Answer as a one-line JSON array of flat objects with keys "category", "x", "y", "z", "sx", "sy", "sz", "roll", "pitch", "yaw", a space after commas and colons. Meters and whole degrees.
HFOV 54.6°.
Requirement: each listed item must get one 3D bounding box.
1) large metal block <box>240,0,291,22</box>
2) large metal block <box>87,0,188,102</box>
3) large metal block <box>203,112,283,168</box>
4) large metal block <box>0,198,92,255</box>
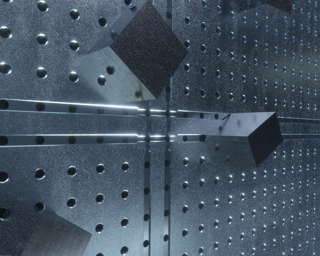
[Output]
[{"category": "large metal block", "x": 0.187, "y": -0.243, "z": 0.547, "sx": 0.081, "sy": 0.050, "sz": 0.080, "roll": -1, "pitch": 91, "yaw": -40}, {"category": "large metal block", "x": -0.024, "y": -0.089, "z": 0.371, "sx": 0.080, "sy": 0.050, "sz": 0.080, "roll": 47, "pitch": 62, "yaw": -30}, {"category": "large metal block", "x": 0.129, "y": 0.016, "z": 0.480, "sx": 0.080, "sy": 0.080, "sz": 0.050, "roll": -33, "pitch": 111, "yaw": -35}, {"category": "large metal block", "x": -0.117, "y": 0.116, "z": 0.275, "sx": 0.050, "sy": 0.080, "sz": 0.080, "roll": 36, "pitch": 68, "yaw": -34}]
